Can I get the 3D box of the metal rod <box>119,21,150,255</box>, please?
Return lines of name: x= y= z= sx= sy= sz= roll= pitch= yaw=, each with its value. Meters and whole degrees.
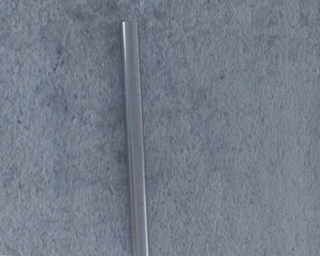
metal rod: x=-0.032 y=0.017 z=0.397 sx=0.025 sy=0.025 sz=0.298 roll=-3 pitch=91 yaw=-20
